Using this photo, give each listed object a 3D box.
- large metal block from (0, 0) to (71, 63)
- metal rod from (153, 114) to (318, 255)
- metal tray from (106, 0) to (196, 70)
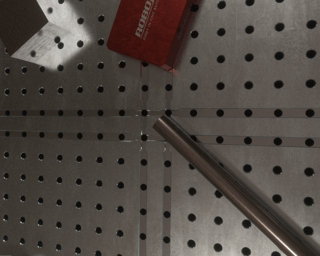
[{"bbox_3d":[-0.196,-0.158,0.467,0.080,0.050,0.080,-34,79,16],"label":"large metal block"},{"bbox_3d":[0.105,0.091,0.375,0.300,0.025,0.025,44,103,14],"label":"metal rod"},{"bbox_3d":[-0.008,-0.153,0.412,0.090,0.030,0.129,22,97,18],"label":"metal tray"}]
